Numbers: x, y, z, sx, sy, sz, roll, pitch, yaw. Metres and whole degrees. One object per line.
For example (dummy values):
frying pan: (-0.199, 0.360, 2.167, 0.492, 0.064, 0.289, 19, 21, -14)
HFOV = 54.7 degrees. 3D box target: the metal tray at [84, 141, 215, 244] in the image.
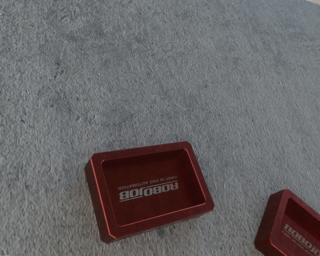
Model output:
metal tray: (-0.010, 0.067, 0.353, 0.131, 0.030, 0.090, -6, 65, -31)

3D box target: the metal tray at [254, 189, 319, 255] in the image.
metal tray: (0.195, 0.155, 0.410, 0.130, 0.030, 0.090, 39, 51, -2)
